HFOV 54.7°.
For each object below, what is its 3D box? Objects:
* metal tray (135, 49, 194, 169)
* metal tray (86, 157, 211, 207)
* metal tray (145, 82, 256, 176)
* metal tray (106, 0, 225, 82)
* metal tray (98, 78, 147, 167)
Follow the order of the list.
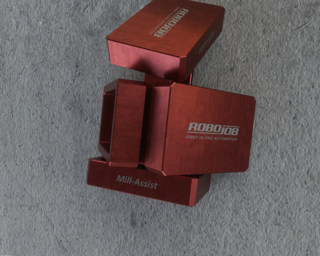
[{"bbox_3d":[0.009,-0.021,0.371,0.030,0.090,0.129,8,93,19],"label":"metal tray"},{"bbox_3d":[-0.010,0.058,0.378,0.130,0.090,0.030,8,93,19],"label":"metal tray"},{"bbox_3d":[0.049,0.003,0.339,0.030,0.131,0.089,9,94,53],"label":"metal tray"},{"bbox_3d":[0.011,-0.109,0.357,0.090,0.130,0.030,19,137,18],"label":"metal tray"},{"bbox_3d":[-0.050,-0.009,0.375,0.030,0.130,0.089,5,92,-17],"label":"metal tray"}]
